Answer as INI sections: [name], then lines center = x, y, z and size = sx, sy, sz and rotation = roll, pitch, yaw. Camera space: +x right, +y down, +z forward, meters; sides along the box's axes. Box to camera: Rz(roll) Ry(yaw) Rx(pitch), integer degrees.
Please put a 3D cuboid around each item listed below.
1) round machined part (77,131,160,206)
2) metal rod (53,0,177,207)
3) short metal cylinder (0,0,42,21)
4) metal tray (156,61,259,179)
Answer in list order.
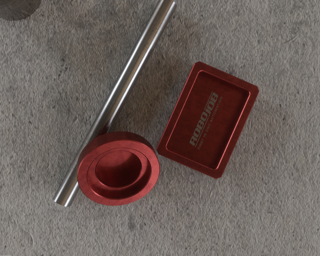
[round machined part]
center = -0.053, 0.046, 0.387
size = 0.099, 0.042, 0.097
rotation = -7, 120, -12
[metal rod]
center = -0.059, -0.035, 0.409
size = 0.025, 0.025, 0.299
rotation = 28, 90, -1
[short metal cylinder]
center = -0.199, -0.185, 0.395
size = 0.081, 0.050, 0.079
rotation = 0, 90, -1
[metal tray]
center = 0.061, -0.010, 0.408
size = 0.090, 0.030, 0.129
rotation = 24, 90, -1
